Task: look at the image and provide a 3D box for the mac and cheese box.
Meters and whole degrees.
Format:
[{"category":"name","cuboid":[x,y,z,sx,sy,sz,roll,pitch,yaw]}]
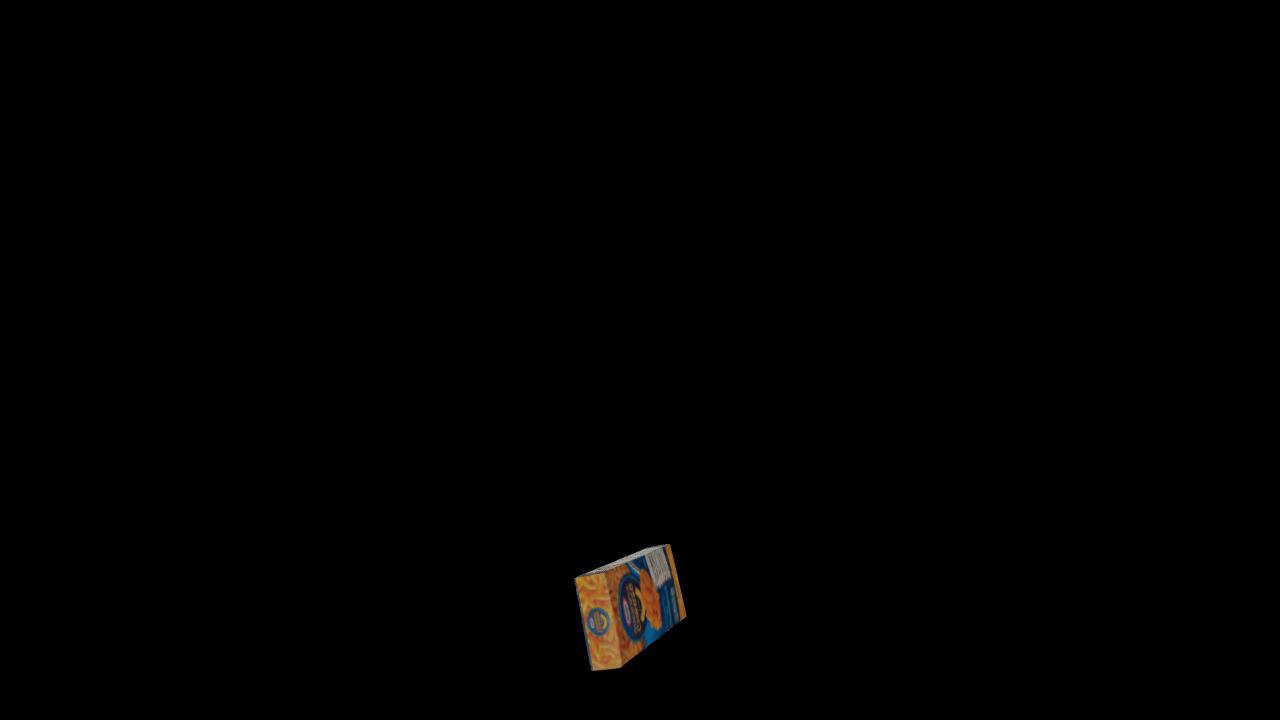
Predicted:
[{"category":"mac and cheese box","cuboid":[-0.005,0.268,0.689,0.041,0.093,0.184,-16,-12,22]}]
